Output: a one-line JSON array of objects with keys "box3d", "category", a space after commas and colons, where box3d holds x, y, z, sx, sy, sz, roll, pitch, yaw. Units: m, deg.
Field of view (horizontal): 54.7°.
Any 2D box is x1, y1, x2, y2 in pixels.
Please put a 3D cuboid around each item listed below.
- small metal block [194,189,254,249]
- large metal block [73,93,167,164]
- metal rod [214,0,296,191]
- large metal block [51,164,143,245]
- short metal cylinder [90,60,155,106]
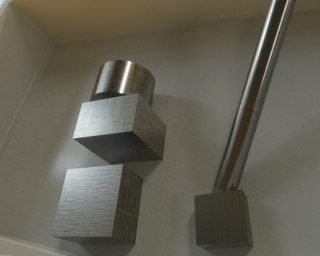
[{"box3d": [0.064, 0.093, 0.314, 0.050, 0.025, 0.050, -12, 57, 21], "category": "small metal block"}, {"box3d": [-0.047, 0.005, 0.391, 0.080, 0.080, 0.050, -7, 59, 24], "category": "large metal block"}, {"box3d": [0.111, -0.078, 0.320, 0.025, 0.025, 0.298, 19, 95, 35], "category": "metal rod"}, {"box3d": [-0.072, 0.093, 0.369, 0.080, 0.050, 0.080, -8, 58, 23], "category": "large metal block"}, {"box3d": [-0.050, -0.047, 0.424, 0.080, 0.080, 0.050, -4, 60, 26], "category": "short metal cylinder"}]
